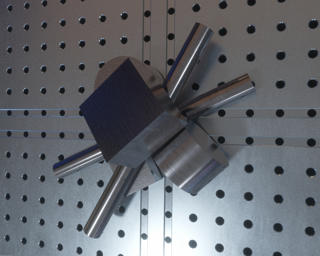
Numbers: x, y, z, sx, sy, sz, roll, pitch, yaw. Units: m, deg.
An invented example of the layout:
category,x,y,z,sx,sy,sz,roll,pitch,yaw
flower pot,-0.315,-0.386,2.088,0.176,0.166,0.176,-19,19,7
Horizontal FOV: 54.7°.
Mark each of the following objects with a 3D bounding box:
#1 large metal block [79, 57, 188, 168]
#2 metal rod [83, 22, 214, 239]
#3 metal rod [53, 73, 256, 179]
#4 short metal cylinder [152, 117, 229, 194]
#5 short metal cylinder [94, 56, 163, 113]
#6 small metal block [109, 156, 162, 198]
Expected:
category,x,y,z,sx,sy,sz,roll,pitch,yaw
large metal block,-0.030,-0.014,0.339,0.080,0.050,0.080,-42,60,16
metal rod,-0.019,0.010,0.389,0.025,0.025,0.299,32,100,17
metal rod,-0.020,0.005,0.416,0.300,0.025,0.025,-25,82,18
short metal cylinder,0.035,0.031,0.367,0.050,0.080,0.080,-45,76,15
short metal cylinder,-0.039,-0.050,0.409,0.080,0.050,0.079,0,90,20
small metal block,-0.033,0.059,0.420,0.050,0.025,0.050,-29,81,17
